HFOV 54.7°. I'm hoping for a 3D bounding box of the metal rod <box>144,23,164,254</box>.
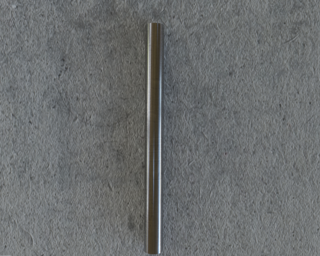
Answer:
[{"bbox_3d":[-0.008,0.014,0.411,0.025,0.025,0.298,0,90,-1],"label":"metal rod"}]
